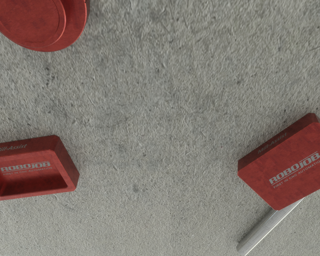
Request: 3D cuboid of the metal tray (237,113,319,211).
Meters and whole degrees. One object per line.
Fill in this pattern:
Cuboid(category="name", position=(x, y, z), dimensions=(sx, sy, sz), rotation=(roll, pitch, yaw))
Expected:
Cuboid(category="metal tray", position=(0.186, 0.051, 0.433), dimensions=(0.090, 0.030, 0.130), rotation=(43, 119, -10))

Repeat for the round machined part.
Cuboid(category="round machined part", position=(-0.120, -0.117, 0.295), dimensions=(0.099, 0.042, 0.097), rotation=(-1, 130, 0))

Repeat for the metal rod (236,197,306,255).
Cuboid(category="metal rod", position=(0.210, 0.134, 0.524), dimensions=(0.025, 0.025, 0.298), rotation=(14, 129, -12))

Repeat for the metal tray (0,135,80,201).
Cuboid(category="metal tray", position=(-0.196, 0.061, 0.452), dimensions=(0.131, 0.030, 0.090), rotation=(-9, 130, 6))
